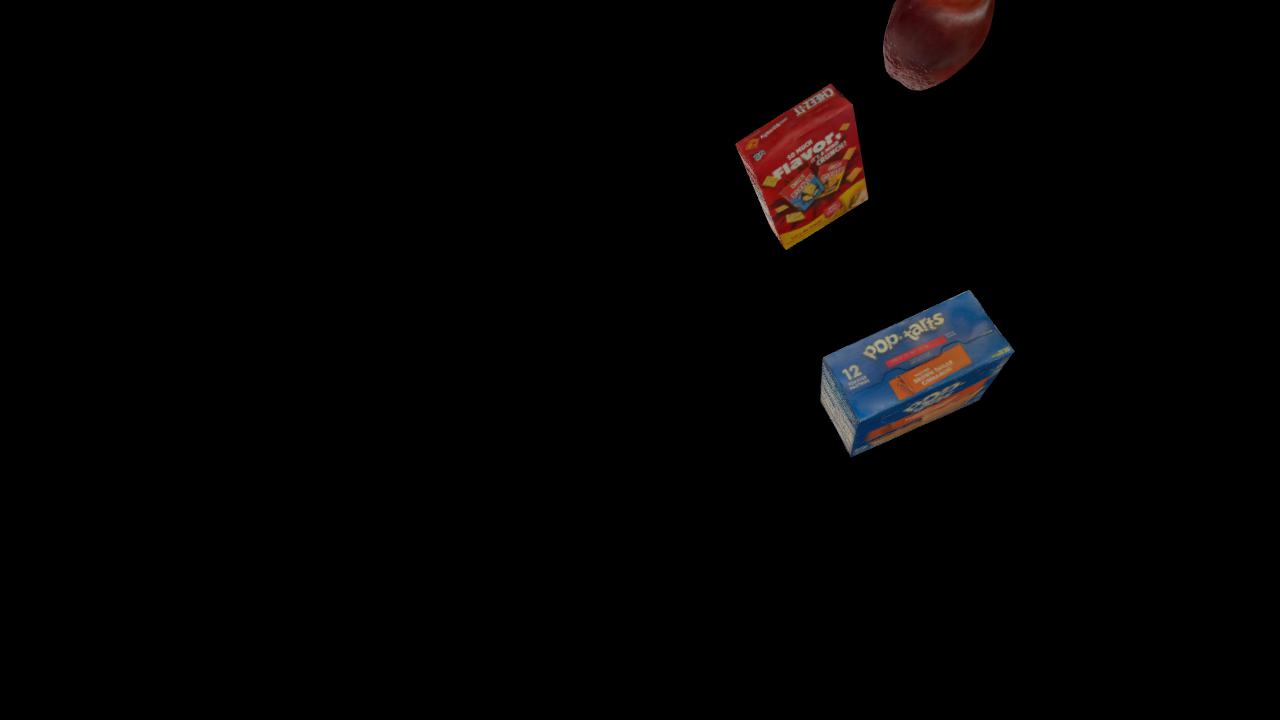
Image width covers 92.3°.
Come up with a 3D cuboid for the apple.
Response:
[{"bbox_3d":[0.228,-0.254,0.475,0.079,0.079,0.093,0,-14,-1],"label":"apple"}]

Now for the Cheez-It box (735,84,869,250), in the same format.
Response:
[{"bbox_3d":[0.267,-0.300,0.990,0.166,0.071,0.223,-31,-35,10],"label":"Cheez-It box"}]

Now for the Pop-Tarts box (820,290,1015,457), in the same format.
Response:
[{"bbox_3d":[0.294,0.022,0.678,0.167,0.083,0.141,-25,-28,3],"label":"Pop-Tarts box"}]
